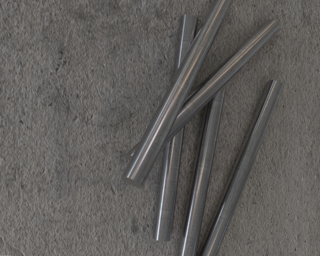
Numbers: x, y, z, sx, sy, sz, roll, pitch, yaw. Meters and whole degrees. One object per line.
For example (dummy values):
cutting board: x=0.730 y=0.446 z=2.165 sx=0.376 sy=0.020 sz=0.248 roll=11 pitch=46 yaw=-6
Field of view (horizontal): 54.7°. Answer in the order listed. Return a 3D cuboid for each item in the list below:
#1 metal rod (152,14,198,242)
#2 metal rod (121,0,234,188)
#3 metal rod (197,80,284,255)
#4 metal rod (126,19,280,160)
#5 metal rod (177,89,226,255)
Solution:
metal rod: x=0.021 y=-0.002 z=0.416 sx=0.025 sy=0.025 sz=0.298 roll=8 pitch=87 yaw=-20
metal rod: x=0.033 y=-0.066 z=0.382 sx=0.025 sy=0.025 sz=0.300 roll=35 pitch=64 yaw=-17
metal rod: x=0.116 y=0.068 z=0.451 sx=0.025 sy=0.025 sz=0.299 roll=27 pitch=81 yaw=-18
metal rod: x=0.070 y=-0.058 z=0.414 sx=0.301 sy=0.025 sz=0.025 roll=-44 pitch=104 yaw=-23
metal rod: x=0.052 y=0.092 z=0.428 sx=0.025 sy=0.025 sz=0.298 roll=13 pitch=86 yaw=-20
